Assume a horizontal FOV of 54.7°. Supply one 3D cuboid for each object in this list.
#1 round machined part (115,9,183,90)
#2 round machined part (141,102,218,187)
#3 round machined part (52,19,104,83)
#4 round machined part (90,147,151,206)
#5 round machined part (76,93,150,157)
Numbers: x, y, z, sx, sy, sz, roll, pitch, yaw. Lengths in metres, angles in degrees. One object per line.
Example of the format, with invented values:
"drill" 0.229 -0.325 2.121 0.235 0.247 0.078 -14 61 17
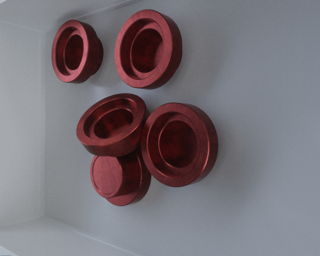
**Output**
"round machined part" -0.010 -0.099 0.402 0.098 0.042 0.097 0 90 39
"round machined part" 0.027 0.019 0.372 0.098 0.042 0.097 0 90 39
"round machined part" -0.129 -0.120 0.499 0.098 0.042 0.097 0 90 39
"round machined part" -0.063 0.064 0.445 0.098 0.042 0.097 0 90 39
"round machined part" -0.059 0.000 0.420 0.098 0.042 0.098 -13 43 12
